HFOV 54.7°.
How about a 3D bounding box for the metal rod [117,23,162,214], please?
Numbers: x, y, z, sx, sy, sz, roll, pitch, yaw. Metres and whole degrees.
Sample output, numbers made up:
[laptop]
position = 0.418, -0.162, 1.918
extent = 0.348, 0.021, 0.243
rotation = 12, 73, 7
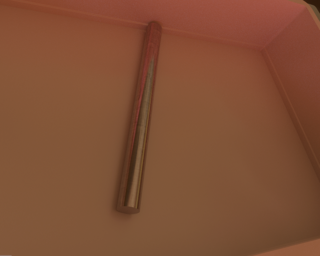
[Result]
[metal rod]
position = -0.022, -0.036, 0.416
extent = 0.025, 0.025, 0.300
rotation = 18, 54, -18
